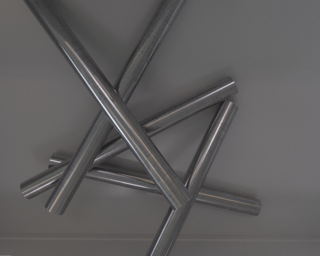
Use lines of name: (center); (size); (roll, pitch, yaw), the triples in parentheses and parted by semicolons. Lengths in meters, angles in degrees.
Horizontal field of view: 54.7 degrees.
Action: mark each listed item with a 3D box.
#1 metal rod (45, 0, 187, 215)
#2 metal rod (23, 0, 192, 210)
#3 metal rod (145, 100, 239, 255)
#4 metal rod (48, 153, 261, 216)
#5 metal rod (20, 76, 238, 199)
metal rod: (-0.054, -0.028, 0.368); (0.025, 0.025, 0.299); (30, 95, -10)
metal rod: (-0.063, -0.040, 0.343); (0.025, 0.025, 0.299); (-37, 86, 12)
metal rod: (0.023, 0.101, 0.380); (0.025, 0.025, 0.299); (29, 81, -10)
metal rod: (-0.003, 0.082, 0.441); (0.302, 0.025, 0.025); (14, 110, -5)
metal rod: (-0.041, 0.014, 0.399); (0.301, 0.025, 0.025); (-27, 108, 3)
